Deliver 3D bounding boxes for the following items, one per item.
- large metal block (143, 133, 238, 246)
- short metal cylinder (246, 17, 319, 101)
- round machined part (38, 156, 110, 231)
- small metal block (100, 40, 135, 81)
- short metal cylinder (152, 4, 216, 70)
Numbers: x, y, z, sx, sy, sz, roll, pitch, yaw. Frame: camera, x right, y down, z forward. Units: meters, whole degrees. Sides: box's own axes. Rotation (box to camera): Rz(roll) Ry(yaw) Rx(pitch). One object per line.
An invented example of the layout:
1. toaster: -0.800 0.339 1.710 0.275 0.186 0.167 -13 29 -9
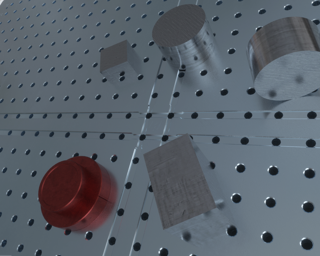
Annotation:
1. large metal block: 0.032 0.065 0.316 0.050 0.080 0.080 -27 53 11
2. short metal cylinder: 0.141 -0.074 0.344 0.080 0.080 0.050 -15 56 19
3. round machined part: -0.119 0.081 0.408 0.098 0.042 0.098 -13 56 20
4. small metal block: -0.070 -0.112 0.512 0.050 0.025 0.050 -17 55 18
5. short metal cylinder: 0.036 -0.133 0.454 0.080 0.050 0.080 -13 56 20
